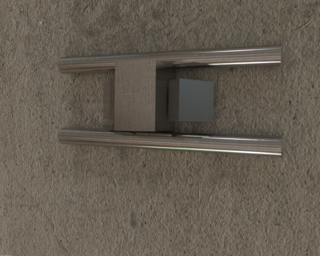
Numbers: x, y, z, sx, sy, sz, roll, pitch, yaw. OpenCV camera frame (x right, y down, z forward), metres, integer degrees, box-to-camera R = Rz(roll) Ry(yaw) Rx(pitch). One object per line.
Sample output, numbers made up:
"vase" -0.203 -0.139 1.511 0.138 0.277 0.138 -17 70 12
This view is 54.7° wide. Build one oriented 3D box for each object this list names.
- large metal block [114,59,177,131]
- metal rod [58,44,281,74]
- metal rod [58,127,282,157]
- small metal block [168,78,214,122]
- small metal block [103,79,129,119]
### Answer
"large metal block" -0.015 -0.037 0.388 0.050 0.080 0.079 1 90 20
"metal rod" -0.002 -0.089 0.410 0.301 0.025 0.025 2 91 19
"metal rod" -0.001 0.017 0.410 0.301 0.025 0.025 2 91 19
"small metal block" 0.038 -0.033 0.381 0.025 0.050 0.050 1 90 61
"small metal block" -0.059 -0.037 0.415 0.025 0.050 0.050 1 91 -20
